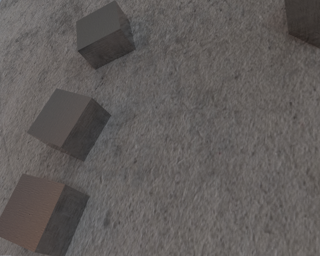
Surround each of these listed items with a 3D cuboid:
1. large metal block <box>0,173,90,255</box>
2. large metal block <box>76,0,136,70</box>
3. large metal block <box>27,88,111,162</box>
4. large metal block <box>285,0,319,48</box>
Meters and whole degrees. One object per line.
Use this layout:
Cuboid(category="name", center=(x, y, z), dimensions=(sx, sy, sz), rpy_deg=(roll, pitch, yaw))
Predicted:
Cuboid(category="large metal block", center=(-0.151, 0.111, 0.397), dimensions=(0.080, 0.050, 0.080), rpy_deg=(6, 65, 30))
Cuboid(category="large metal block", center=(-0.094, -0.160, 0.533), dimensions=(0.080, 0.050, 0.080), rpy_deg=(-23, 53, 14))
Cuboid(category="large metal block", center=(-0.134, -0.006, 0.460), dimensions=(0.080, 0.050, 0.080), rpy_deg=(16, 70, 34))
Cuboid(category="large metal block", center=(0.196, -0.155, 0.361), dimensions=(0.080, 0.080, 0.050), rpy_deg=(-43, 51, -1))
